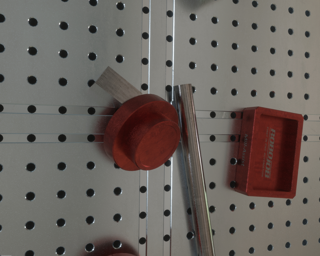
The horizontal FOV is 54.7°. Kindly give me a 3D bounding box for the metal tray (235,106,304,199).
[{"bbox_3d":[0.167,0.038,0.471,0.091,0.030,0.129,8,87,-20],"label":"metal tray"}]

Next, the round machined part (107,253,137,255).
[{"bbox_3d":[-0.054,0.204,0.384,0.099,0.042,0.097,0,90,-20],"label":"round machined part"}]

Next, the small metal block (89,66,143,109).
[{"bbox_3d":[-0.055,-0.046,0.379,0.050,0.050,0.025,38,78,-16],"label":"small metal block"}]

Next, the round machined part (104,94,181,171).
[{"bbox_3d":[-0.014,0.012,0.372,0.099,0.042,0.097,-26,135,-29],"label":"round machined part"}]

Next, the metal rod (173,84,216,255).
[{"bbox_3d":[0.052,0.089,0.431,0.025,0.025,0.298,-10,93,-20],"label":"metal rod"}]
